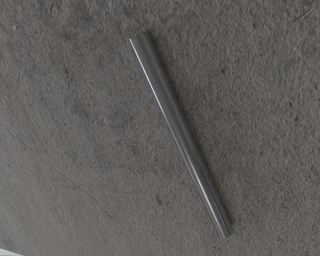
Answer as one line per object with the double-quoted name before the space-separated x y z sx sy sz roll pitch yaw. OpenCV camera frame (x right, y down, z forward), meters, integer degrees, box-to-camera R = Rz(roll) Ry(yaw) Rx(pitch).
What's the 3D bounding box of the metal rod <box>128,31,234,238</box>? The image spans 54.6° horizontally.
"metal rod" 0.035 0.022 0.402 0.025 0.025 0.299 -12 112 33
